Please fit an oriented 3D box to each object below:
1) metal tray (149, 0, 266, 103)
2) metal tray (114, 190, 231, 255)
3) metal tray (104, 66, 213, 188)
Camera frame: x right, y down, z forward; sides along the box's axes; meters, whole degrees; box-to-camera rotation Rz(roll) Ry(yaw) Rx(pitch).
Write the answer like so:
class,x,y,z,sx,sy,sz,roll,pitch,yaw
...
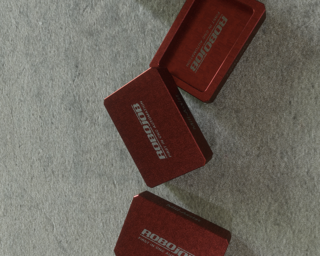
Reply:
class,x,y,z,sx,sy,sz,roll,pitch,yaw
metal tray,0.057,-0.107,0.385,0.090,0.030,0.129,34,101,16
metal tray,0.014,0.150,0.401,0.130,0.030,0.089,23,97,18
metal tray,-0.004,0.000,0.389,0.090,0.030,0.130,-29,88,29
